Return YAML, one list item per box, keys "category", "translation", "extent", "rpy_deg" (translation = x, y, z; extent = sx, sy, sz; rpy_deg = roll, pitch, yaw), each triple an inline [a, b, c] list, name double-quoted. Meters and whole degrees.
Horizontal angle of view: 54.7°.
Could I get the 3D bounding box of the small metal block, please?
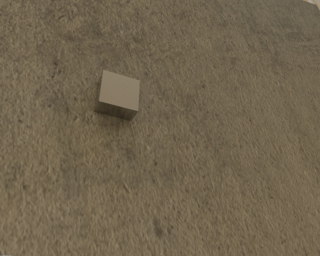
- category: "small metal block"
  translation: [-0.055, -0.042, 0.401]
  extent: [0.050, 0.025, 0.050]
  rpy_deg: [14, 56, -21]
